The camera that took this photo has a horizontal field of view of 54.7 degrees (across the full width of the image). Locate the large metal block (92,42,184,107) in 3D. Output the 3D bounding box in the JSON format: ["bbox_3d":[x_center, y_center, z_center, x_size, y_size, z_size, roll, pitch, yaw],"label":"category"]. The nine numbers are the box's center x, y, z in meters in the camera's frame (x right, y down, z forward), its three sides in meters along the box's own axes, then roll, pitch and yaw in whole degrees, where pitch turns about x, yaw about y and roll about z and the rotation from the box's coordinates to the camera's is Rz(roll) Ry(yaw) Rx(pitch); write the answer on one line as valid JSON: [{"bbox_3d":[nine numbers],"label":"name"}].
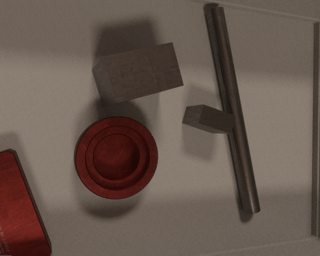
[{"bbox_3d":[-0.030,-0.061,0.371,0.081,0.080,0.050,-17,96,-20],"label":"large metal block"}]

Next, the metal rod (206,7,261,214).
[{"bbox_3d":[0.108,-0.022,0.451,0.025,0.025,0.298,-13,95,-20],"label":"metal rod"}]

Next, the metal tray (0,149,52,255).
[{"bbox_3d":[-0.185,0.098,0.340,0.091,0.030,0.129,-20,97,-19],"label":"metal tray"}]

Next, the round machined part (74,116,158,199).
[{"bbox_3d":[-0.055,0.035,0.382,0.099,0.042,0.097,0,90,-21],"label":"round machined part"}]

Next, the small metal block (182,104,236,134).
[{"bbox_3d":[0.066,-0.011,0.423,0.050,0.050,0.025,18,84,-20],"label":"small metal block"}]
